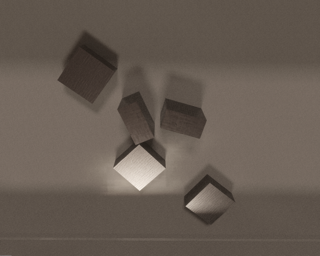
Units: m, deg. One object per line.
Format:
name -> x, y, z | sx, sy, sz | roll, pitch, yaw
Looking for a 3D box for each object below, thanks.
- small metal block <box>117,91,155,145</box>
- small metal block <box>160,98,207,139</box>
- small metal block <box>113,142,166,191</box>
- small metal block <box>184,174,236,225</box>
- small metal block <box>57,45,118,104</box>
small metal block -> -0.029, -0.014, 0.393 | 0.025, 0.050, 0.050 | -23, 109, 8
small metal block -> 0.028, -0.013, 0.394 | 0.050, 0.050, 0.025 | 15, 109, -6
small metal block -> -0.028, 0.050, 0.429 | 0.050, 0.025, 0.050 | -42, 105, 13
small metal block -> 0.072, 0.104, 0.451 | 0.050, 0.025, 0.050 | 39, 105, -14
small metal block -> -0.089, -0.067, 0.385 | 0.050, 0.025, 0.050 | 35, 106, -13
